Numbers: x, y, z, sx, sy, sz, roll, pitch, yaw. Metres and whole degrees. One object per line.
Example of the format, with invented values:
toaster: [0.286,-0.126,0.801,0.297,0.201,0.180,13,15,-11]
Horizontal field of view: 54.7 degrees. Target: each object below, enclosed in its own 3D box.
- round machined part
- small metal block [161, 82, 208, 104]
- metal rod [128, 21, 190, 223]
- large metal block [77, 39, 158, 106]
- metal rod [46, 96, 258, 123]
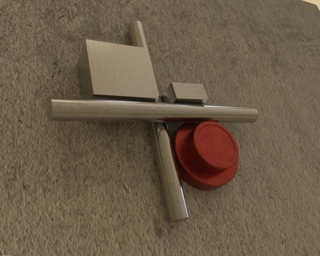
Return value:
round machined part: [0.064,0.030,0.411,0.099,0.042,0.098,14,56,-21]
small metal block: [0.030,-0.038,0.430,0.050,0.050,0.025,-1,63,-29]
metal rod: [-0.008,-0.026,0.418,0.025,0.025,0.299,2,61,-28]
large metal block: [-0.057,-0.060,0.396,0.081,0.050,0.080,1,62,-28]
metal rod: [0.015,-0.020,0.395,0.303,0.025,0.025,0,62,-33]
